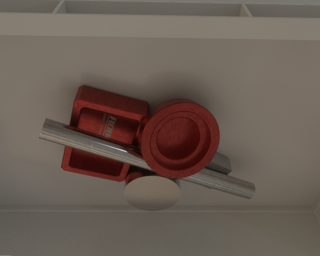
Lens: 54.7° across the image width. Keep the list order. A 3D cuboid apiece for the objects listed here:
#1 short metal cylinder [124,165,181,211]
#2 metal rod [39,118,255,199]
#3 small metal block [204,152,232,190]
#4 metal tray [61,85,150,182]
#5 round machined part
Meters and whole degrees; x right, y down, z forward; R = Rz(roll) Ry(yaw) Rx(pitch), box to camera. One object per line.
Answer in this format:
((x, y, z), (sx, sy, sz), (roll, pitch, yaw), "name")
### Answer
((-0.011, 0.078, 0.456), (0.081, 0.050, 0.079), (0, 130, 0), "short metal cylinder")
((-0.002, 0.046, 0.409), (0.302, 0.025, 0.025), (19, 128, -19), "metal rod")
((0.069, 0.060, 0.459), (0.050, 0.025, 0.050), (25, 126, -20), "small metal block")
((-0.075, 0.013, 0.413), (0.091, 0.030, 0.129), (14, 129, -13), "metal tray")
((0.021, 0.010, 0.389), (0.099, 0.042, 0.097), (-4, 109, -13), "round machined part")
